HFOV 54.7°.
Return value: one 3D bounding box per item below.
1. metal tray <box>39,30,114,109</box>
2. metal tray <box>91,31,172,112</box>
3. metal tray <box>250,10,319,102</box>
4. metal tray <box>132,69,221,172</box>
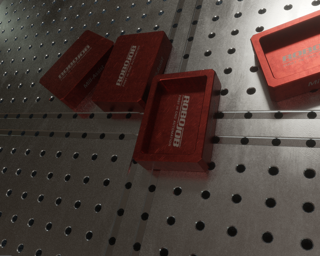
[{"bbox_3d":[-0.139,-0.105,0.540,0.090,0.030,0.130,34,80,38],"label":"metal tray"},{"bbox_3d":[-0.042,-0.088,0.479,0.090,0.030,0.130,4,63,29],"label":"metal tray"},{"bbox_3d":[0.184,-0.093,0.365,0.130,0.030,0.090,-18,55,17],"label":"metal tray"},{"bbox_3d":[0.024,-0.012,0.398,0.090,0.030,0.130,-1,61,27],"label":"metal tray"}]
